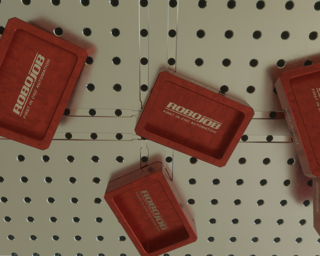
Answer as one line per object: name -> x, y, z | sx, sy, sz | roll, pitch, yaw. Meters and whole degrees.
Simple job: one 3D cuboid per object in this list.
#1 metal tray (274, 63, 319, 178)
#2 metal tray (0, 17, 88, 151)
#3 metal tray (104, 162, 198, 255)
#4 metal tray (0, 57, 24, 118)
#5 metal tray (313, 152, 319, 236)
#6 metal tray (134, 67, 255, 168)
metal tray -> 0.204, -0.013, 0.373 | 0.090, 0.030, 0.129 | -14, 78, 5
metal tray -> -0.152, -0.049, 0.365 | 0.090, 0.030, 0.129 | 23, 93, -19
metal tray -> -0.011, 0.124, 0.456 | 0.090, 0.030, 0.130 | -25, 108, 8
metal tray -> -0.236, -0.066, 0.384 | 0.090, 0.030, 0.130 | -28, 108, 10
metal tray -> 0.255, 0.086, 0.412 | 0.090, 0.030, 0.129 | -10, 110, 5
metal tray -> 0.043, -0.012, 0.406 | 0.131, 0.030, 0.089 | 22, 109, -8
